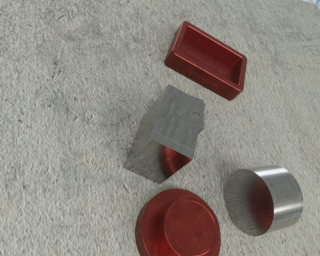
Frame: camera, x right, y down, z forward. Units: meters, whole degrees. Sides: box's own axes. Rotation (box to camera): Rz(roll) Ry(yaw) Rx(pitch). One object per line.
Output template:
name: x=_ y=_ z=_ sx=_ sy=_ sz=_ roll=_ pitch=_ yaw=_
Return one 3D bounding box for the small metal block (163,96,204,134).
small metal block: x=0.034 y=-0.021 z=0.436 sx=0.050 sy=0.025 sz=0.050 roll=17 pitch=55 yaw=-19

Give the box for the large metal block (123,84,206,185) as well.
large metal block: x=0.005 y=0.009 z=0.367 sx=0.050 sy=0.080 sz=0.080 roll=27 pitch=52 yaw=-12

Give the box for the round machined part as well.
round machined part: x=0.026 y=0.113 z=0.340 sx=0.099 sy=0.042 sz=0.098 roll=14 pitch=56 yaw=-21

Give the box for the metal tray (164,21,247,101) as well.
metal tray: x=0.080 y=-0.112 z=0.513 sx=0.131 sy=0.030 sz=0.090 roll=27 pitch=52 yaw=-12

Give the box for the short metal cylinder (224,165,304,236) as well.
short metal cylinder: x=0.127 y=0.088 z=0.385 sx=0.050 sy=0.080 sz=0.080 roll=-2 pitch=63 yaw=-30
